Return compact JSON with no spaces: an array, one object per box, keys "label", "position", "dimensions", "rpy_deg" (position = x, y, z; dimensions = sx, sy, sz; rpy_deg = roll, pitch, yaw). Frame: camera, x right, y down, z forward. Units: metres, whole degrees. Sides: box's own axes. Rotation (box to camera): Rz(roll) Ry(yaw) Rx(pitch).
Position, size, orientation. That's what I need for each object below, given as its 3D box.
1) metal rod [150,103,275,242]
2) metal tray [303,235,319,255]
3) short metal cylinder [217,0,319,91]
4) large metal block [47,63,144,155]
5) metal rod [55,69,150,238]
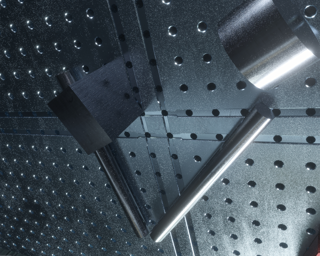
[{"label":"metal rod","position":[0.055,0.081,0.431],"dimensions":[0.025,0.025,0.298],"rpy_deg":[35,129,5]},{"label":"metal tray","position":[0.254,0.200,0.398],"dimensions":[0.130,0.030,0.089],"rpy_deg":[20,126,15]},{"label":"short metal cylinder","position":[0.097,-0.080,0.274],"dimensions":[0.080,0.080,0.050],"rpy_deg":[49,128,-7]},{"label":"large metal block","position":[-0.080,-0.026,0.400],"dimensions":[0.050,0.080,0.080],"rpy_deg":[-28,103,37]},{"label":"metal rod","position":[-0.082,0.052,0.484],"dimensions":[0.025,0.025,0.299],"rpy_deg":[-9,114,31]}]
